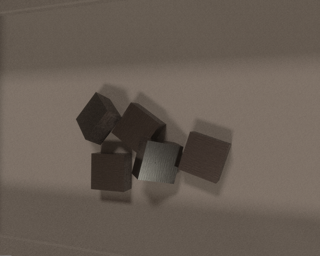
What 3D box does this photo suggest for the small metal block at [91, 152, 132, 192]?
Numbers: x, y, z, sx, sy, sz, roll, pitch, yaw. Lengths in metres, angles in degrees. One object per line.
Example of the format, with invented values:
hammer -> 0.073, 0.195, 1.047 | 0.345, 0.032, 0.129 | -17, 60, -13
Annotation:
small metal block -> -0.068, 0.060, 0.433 | 0.050, 0.025, 0.050 | 1, 90, 19

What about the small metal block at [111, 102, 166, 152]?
small metal block -> -0.029, 0.001, 0.420 | 0.050, 0.025, 0.050 | 37, 102, 16

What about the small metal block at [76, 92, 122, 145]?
small metal block -> -0.085, -0.013, 0.428 | 0.050, 0.025, 0.050 | -51, 44, 12

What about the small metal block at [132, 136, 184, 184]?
small metal block -> -0.003, 0.041, 0.396 | 0.050, 0.025, 0.050 | 12, 96, -25

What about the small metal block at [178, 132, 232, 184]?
small metal block -> 0.057, 0.036, 0.390 | 0.050, 0.025, 0.050 | 19, 96, 18
